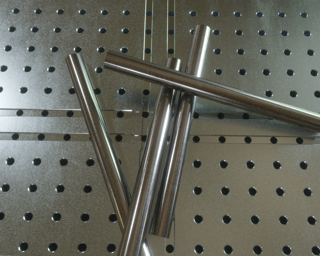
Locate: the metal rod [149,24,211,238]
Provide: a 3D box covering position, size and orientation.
[{"bbox_3d":[0.031,-0.010,0.415,0.025,0.025,0.299,12,70,4],"label":"metal rod"}]

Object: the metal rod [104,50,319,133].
[{"bbox_3d":[0.076,-0.046,0.406,0.301,0.025,0.025,16,71,-3],"label":"metal rod"}]

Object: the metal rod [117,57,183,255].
[{"bbox_3d":[-0.010,0.038,0.380,0.025,0.025,0.300,11,64,4],"label":"metal rod"}]

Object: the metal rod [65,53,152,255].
[{"bbox_3d":[-0.070,0.031,0.399,0.025,0.025,0.299,-20,71,-7],"label":"metal rod"}]
